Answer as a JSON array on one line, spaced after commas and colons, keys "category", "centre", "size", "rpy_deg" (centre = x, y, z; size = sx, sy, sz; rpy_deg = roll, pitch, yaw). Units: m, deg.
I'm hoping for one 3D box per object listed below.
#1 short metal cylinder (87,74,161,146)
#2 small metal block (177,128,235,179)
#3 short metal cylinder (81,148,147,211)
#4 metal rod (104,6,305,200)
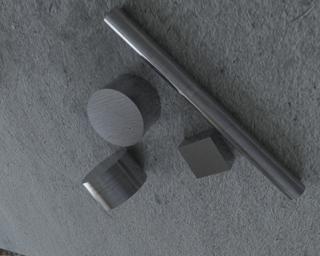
[{"category": "short metal cylinder", "centre": [-0.045, -0.023, 0.400], "size": [0.080, 0.050, 0.079], "rpy_deg": [13, 124, 21]}, {"category": "small metal block", "centre": [0.059, 0.033, 0.396], "size": [0.050, 0.025, 0.050], "rpy_deg": [-23, 106, 36]}, {"category": "short metal cylinder", "centre": [-0.066, 0.073, 0.451], "size": [0.080, 0.080, 0.050], "rpy_deg": [-28, 103, 37]}, {"category": "metal rod", "centre": [0.053, -0.027, 0.361], "size": [0.300, 0.025, 0.025], "rpy_deg": [43, 129, -2]}]
